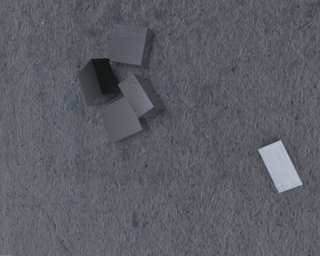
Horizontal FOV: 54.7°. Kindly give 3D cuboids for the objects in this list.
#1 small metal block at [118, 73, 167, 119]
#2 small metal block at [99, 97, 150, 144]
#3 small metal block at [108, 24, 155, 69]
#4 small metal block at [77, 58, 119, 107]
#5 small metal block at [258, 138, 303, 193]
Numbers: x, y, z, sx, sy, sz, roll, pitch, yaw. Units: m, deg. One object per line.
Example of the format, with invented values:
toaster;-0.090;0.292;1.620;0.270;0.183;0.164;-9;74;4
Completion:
small metal block;-0.021;-0.040;0.403;0.025;0.050;0.050;-35;79;17
small metal block;-0.049;-0.011;0.426;0.050;0.025;0.050;-24;82;18
small metal block;-0.039;-0.111;0.423;0.050;0.025;0.050;12;94;19
small metal block;-0.086;-0.062;0.427;0.050;0.025;0.050;-25;80;51
small metal block;0.134;0.040;0.348;0.025;0.050;0.050;-26;82;18
